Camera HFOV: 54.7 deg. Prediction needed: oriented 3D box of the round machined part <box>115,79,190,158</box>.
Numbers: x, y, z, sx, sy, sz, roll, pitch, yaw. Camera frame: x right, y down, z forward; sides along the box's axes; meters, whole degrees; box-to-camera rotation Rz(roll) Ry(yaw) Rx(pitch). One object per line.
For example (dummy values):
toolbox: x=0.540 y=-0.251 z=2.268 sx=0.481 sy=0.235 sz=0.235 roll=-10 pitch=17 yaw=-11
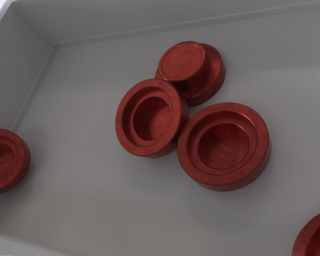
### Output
round machined part: x=-0.006 y=-0.010 z=0.393 sx=0.098 sy=0.042 sz=0.098 roll=-9 pitch=73 yaw=31

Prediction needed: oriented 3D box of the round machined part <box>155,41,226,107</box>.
round machined part: x=0.036 y=-0.080 z=0.425 sx=0.098 sy=0.042 sz=0.098 roll=-13 pitch=56 yaw=21

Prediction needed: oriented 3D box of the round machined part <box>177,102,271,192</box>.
round machined part: x=0.072 y=0.023 z=0.343 sx=0.098 sy=0.042 sz=0.098 roll=-13 pitch=56 yaw=21

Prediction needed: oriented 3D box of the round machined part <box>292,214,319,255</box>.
round machined part: x=0.156 y=0.105 z=0.230 sx=0.098 sy=0.042 sz=0.098 roll=-31 pitch=18 yaw=12

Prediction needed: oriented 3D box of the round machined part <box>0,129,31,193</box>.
round machined part: x=-0.248 y=0.054 z=0.477 sx=0.099 sy=0.042 sz=0.098 roll=0 pitch=69 yaw=1
